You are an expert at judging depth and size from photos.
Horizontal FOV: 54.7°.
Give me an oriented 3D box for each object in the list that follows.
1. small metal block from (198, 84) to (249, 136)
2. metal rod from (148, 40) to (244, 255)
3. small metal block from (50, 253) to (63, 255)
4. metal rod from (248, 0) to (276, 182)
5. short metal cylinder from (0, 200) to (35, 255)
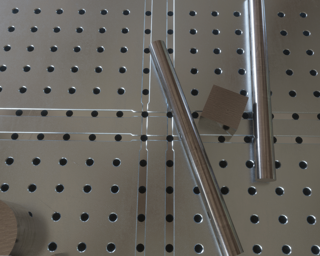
[{"bbox_3d":[0.086,-0.024,0.421,0.050,0.025,0.050,22,71,7],"label":"small metal block"},{"bbox_3d":[0.040,0.013,0.407,0.025,0.025,0.299,-16,71,-6],"label":"metal rod"},{"bbox_3d":[-0.131,0.176,0.346,0.050,0.025,0.050,-22,72,-8],"label":"small metal block"},{"bbox_3d":[0.142,-0.075,0.439,0.025,0.025,0.299,3,70,1],"label":"metal rod"},{"bbox_3d":[-0.192,0.122,0.352,0.081,0.050,0.080,0,70,0],"label":"short metal cylinder"}]
